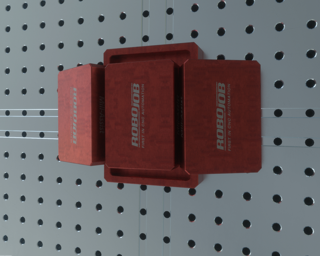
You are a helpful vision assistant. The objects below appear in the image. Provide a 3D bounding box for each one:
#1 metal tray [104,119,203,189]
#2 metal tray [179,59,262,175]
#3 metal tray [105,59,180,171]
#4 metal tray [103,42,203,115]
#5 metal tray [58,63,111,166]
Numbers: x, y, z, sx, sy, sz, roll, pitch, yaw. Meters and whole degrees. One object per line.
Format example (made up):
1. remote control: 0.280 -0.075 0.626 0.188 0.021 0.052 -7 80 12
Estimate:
1. metal tray: -0.010 0.029 0.413 0.130 0.030 0.089 1 91 19
2. metal tray: 0.070 -0.013 0.365 0.091 0.030 0.129 -1 90 -8
3. metal tray: -0.021 -0.015 0.384 0.090 0.030 0.129 0 90 19
4. metal tray: -0.011 -0.061 0.412 0.130 0.030 0.089 1 91 19
5. metal tray: -0.106 -0.017 0.427 0.090 0.030 0.129 0 90 45
